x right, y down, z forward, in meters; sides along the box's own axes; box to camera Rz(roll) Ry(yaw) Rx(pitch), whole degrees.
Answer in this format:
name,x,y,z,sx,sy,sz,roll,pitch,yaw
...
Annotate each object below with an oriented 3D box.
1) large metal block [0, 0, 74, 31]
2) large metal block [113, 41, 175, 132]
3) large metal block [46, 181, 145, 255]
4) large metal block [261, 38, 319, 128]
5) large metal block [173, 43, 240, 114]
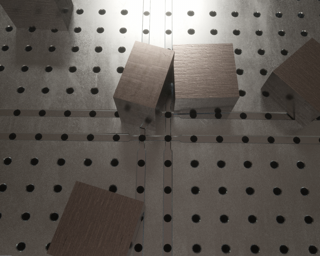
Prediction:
name,x,y,z,sx,sy,sz,roll,pitch,yaw
large metal block,-0.180,-0.189,0.449,0.081,0.080,0.050,4,70,1
large metal block,-0.018,-0.051,0.401,0.050,0.080,0.080,16,71,5
large metal block,-0.068,0.115,0.356,0.080,0.050,0.080,16,71,5
large metal block,0.203,-0.061,0.423,0.080,0.050,0.080,-40,75,-13
large metal block,0.058,-0.067,0.424,0.081,0.050,0.080,-1,70,-1
